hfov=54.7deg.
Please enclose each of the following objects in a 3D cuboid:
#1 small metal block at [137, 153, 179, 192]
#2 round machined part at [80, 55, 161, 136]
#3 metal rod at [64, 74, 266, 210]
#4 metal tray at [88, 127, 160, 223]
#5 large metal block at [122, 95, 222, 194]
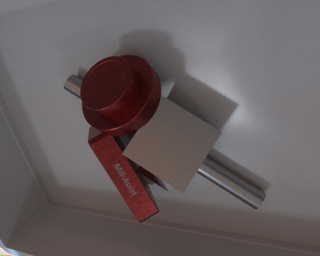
[{"bbox_3d":[0.005,0.049,0.417,0.050,0.050,0.025,33,129,6],"label":"small metal block"},{"bbox_3d":[-0.052,-0.043,0.356,0.098,0.098,0.042,-2,158,28],"label":"round machined part"},{"bbox_3d":[0.002,0.015,0.414,0.301,0.025,0.025,32,128,7],"label":"metal rod"},{"bbox_3d":[-0.051,0.055,0.426,0.030,0.090,0.130,-30,106,-4],"label":"metal tray"},{"bbox_3d":[0.015,0.020,0.368,0.080,0.050,0.080,32,86,7],"label":"large metal block"}]
